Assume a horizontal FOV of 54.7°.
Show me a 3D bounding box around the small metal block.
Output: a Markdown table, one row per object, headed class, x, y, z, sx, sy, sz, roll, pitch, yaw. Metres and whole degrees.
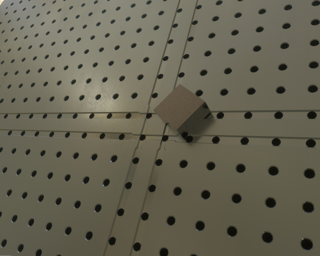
| class | x | y | z | sx | sy | sz | roll | pitch | yaw |
| --- | --- | --- | --- | --- | --- | --- | --- | --- | --- |
| small metal block | 0.029 | -0.023 | 0.406 | 0.050 | 0.025 | 0.050 | -45 | 51 | -4 |
